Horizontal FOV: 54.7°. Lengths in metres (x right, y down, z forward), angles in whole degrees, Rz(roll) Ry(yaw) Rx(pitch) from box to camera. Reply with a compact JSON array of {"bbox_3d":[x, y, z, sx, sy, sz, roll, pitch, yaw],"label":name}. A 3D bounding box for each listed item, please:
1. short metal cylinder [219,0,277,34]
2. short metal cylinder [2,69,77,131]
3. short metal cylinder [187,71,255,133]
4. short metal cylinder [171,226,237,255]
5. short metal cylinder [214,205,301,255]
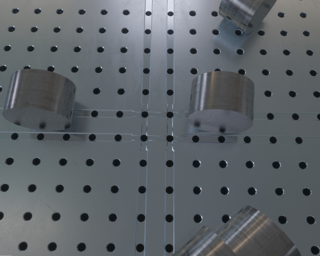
[{"bbox_3d":[0.131,-0.186,0.451,0.050,0.080,0.080,41,75,13],"label":"short metal cylinder"},{"bbox_3d":[-0.151,-0.033,0.393,0.080,0.080,0.050,2,70,1],"label":"short metal cylinder"},{"bbox_3d":[0.078,-0.030,0.394,0.080,0.080,0.050,7,70,2],"label":"short metal cylinder"},{"bbox_3d":[0.056,0.152,0.327,0.050,0.080,0.080,-39,75,-13],"label":"short metal cylinder"},{"bbox_3d":[0.103,0.131,0.335,0.050,0.080,0.080,-39,75,-13],"label":"short metal cylinder"}]
